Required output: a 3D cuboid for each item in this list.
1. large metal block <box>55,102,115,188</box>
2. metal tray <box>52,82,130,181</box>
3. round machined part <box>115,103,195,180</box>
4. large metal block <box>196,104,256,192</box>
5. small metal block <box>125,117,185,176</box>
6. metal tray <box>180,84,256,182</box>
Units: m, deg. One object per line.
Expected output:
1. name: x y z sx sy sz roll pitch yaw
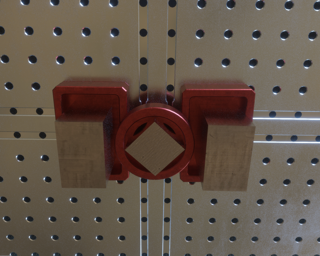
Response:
1. large metal block: -0.086 0.017 0.375 0.050 0.080 0.079 1 110 0
2. metal tray: -0.086 0.005 0.411 0.091 0.030 0.129 1 110 -1
3. round machined part: -0.007 0.014 0.400 0.099 0.042 0.097 0 110 0
4. large metal block: 0.075 0.021 0.378 0.050 0.080 0.079 1 110 -1
5. small metal block: -0.006 0.021 0.378 0.050 0.025 0.050 43 104 -14
6. metal tray: 0.072 0.008 0.413 0.091 0.030 0.129 0 110 0
